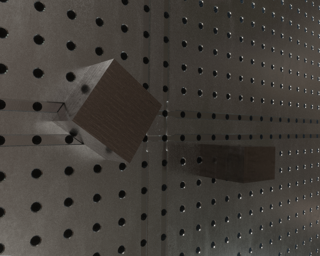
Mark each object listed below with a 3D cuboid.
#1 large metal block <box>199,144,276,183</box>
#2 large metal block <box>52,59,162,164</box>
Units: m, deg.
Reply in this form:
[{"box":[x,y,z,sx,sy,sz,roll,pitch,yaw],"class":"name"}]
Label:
[{"box":[0.119,0.051,0.476,0.081,0.080,0.050,3,88,-40],"class":"large metal block"},{"box":[-0.056,-0.017,0.347,0.080,0.050,0.080,42,64,-32],"class":"large metal block"}]
